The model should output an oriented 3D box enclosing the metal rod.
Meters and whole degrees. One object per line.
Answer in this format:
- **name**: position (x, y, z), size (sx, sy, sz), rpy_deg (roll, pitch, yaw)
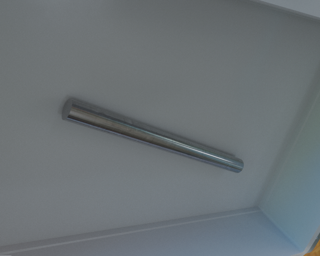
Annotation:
- **metal rod**: position (0.014, 0.021, 0.426), size (0.302, 0.025, 0.025), rpy_deg (20, 108, -36)
